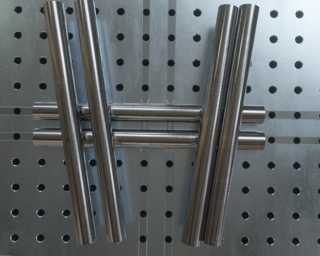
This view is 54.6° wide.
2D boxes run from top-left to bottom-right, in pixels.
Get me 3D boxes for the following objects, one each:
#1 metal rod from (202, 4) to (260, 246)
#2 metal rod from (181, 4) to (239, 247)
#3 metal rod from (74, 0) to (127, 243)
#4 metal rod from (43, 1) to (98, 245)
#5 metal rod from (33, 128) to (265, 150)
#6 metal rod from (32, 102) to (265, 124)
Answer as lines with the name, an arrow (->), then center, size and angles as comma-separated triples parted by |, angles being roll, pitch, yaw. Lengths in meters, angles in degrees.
metal rod -> 0.089, -0.004, 0.390 | 0.025, 0.025, 0.298 | 9, 90, 0
metal rod -> 0.062, -0.003, 0.389 | 0.025, 0.025, 0.298 | 9, 90, 0
metal rod -> -0.074, -0.009, 0.389 | 0.025, 0.025, 0.298 | -8, 90, 0
metal rod -> -0.112, -0.006, 0.388 | 0.025, 0.025, 0.298 | -8, 90, 0
metal rod -> -0.014, 0.015, 0.414 | 0.302, 0.025, 0.025 | 1, 90, 0
metal rod -> -0.014, -0.020, 0.414 | 0.302, 0.025, 0.025 | 1, 90, 0
